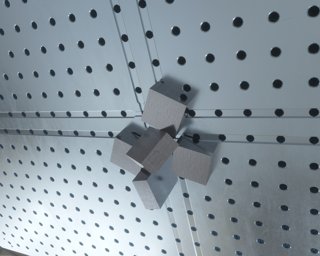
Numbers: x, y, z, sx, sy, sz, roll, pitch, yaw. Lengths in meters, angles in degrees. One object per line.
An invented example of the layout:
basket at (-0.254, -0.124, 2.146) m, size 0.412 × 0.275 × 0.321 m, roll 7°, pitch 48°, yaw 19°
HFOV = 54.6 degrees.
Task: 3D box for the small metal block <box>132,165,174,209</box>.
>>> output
small metal block at (-0.009, 0.082, 0.451) m, size 0.025 × 0.050 × 0.050 m, roll -10°, pitch 114°, yaw 32°

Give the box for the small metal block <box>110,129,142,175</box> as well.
small metal block at (-0.042, 0.037, 0.457) m, size 0.050 × 0.025 × 0.050 m, roll 26°, pitch 128°, yaw 12°

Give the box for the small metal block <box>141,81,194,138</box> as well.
small metal block at (0.008, -0.024, 0.393) m, size 0.050 × 0.025 × 0.050 m, roll 27°, pitch 128°, yaw 11°

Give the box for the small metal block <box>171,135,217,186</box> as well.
small metal block at (0.045, 0.043, 0.415) m, size 0.050 × 0.025 × 0.050 m, roll 17°, pitch 125°, yaw 18°

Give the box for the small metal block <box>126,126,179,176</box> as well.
small metal block at (-0.011, 0.028, 0.403) m, size 0.025 × 0.050 × 0.050 m, roll 45°, pitch 168°, yaw -26°
